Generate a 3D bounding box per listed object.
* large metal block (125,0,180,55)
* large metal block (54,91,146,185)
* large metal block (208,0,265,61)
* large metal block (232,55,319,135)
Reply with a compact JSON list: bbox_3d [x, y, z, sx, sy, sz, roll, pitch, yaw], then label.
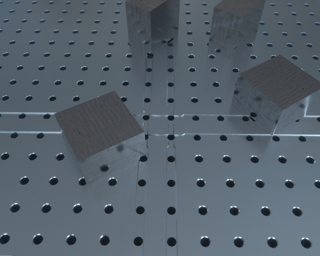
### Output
[{"bbox_3d":[-0.011,-0.186,0.529,0.050,0.080,0.080,30,56,23],"label":"large metal block"},{"bbox_3d":[-0.072,0.010,0.383,0.081,0.050,0.080,-24,54,-19],"label":"large metal block"},{"bbox_3d":[0.128,-0.173,0.518,0.050,0.080,0.080,30,56,23],"label":"large metal block"},{"bbox_3d":[0.162,-0.048,0.433,0.080,0.050,0.080,-26,55,-21],"label":"large metal block"}]
